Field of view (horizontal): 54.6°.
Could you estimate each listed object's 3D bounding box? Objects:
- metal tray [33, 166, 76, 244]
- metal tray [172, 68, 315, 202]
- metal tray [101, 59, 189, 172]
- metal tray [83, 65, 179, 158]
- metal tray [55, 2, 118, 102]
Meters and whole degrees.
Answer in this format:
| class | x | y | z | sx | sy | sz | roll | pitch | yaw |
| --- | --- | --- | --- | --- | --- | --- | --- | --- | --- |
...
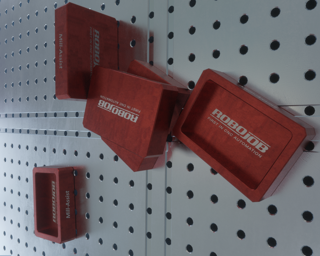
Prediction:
| class | x | y | z | sx | sy | sz | roll | pitch | yaw |
| --- | --- | --- | --- | --- | --- | --- | --- | --- | --- |
| metal tray | -0.195 | 0.136 | 0.569 | 0.090 | 0.030 | 0.129 | -5 | 87 | 40 |
| metal tray | 0.083 | 0.004 | 0.338 | 0.130 | 0.030 | 0.089 | 41 | 115 | 32 |
| metal tray | -0.025 | -0.016 | 0.428 | 0.090 | 0.030 | 0.129 | 39 | 114 | 33 |
| metal tray | -0.044 | -0.025 | 0.404 | 0.130 | 0.030 | 0.089 | 22 | 104 | 37 |
| metal tray | -0.105 | -0.105 | 0.455 | 0.030 | 0.091 | 0.129 | -1 | 89 | 40 |
